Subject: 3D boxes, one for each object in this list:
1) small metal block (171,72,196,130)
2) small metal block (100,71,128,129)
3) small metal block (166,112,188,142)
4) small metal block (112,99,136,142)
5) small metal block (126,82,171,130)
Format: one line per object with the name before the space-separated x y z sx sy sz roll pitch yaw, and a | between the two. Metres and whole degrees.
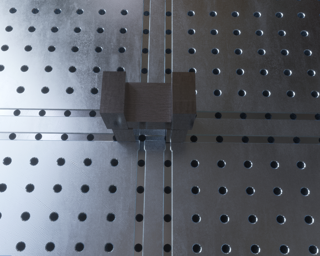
small metal block | 0.026 -0.030 0.355 0.025 0.050 0.050 1 70 0
small metal block | -0.050 -0.030 0.355 0.025 0.050 0.050 1 70 0
small metal block | 0.020 -0.013 0.403 0.025 0.050 0.050 -1 70 -1
small metal block | -0.045 -0.013 0.402 0.025 0.050 0.050 1 70 0
small metal block | -0.013 -0.026 0.369 0.050 0.025 0.050 1 70 0
